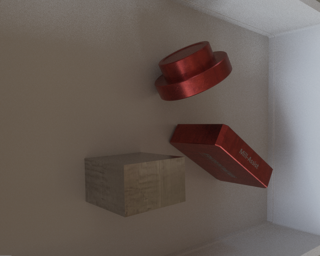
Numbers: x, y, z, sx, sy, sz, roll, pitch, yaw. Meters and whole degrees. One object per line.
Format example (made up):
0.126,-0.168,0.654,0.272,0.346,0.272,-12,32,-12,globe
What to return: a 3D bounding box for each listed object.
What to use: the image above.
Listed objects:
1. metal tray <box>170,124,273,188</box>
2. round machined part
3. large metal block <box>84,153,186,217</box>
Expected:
0.088,0.040,0.440,0.130,0.090,0.030,38,67,-34,metal tray
0.037,-0.077,0.392,0.099,0.098,0.042,-40,115,-33,round machined part
-0.029,0.058,0.349,0.081,0.080,0.050,-3,92,-40,large metal block
